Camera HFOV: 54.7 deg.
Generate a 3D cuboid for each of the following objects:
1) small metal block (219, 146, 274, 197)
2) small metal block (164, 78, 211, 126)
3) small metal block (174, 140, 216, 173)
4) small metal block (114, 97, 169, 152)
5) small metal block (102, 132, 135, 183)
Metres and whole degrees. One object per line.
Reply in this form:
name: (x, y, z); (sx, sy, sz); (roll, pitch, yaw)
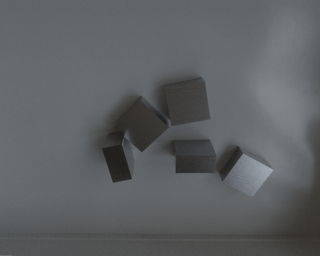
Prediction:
small metal block: (0.120, 0.061, 0.435); (0.050, 0.025, 0.050); (28, 108, -10)
small metal block: (0.035, -0.034, 0.399); (0.050, 0.025, 0.050); (-10, 110, 3)
small metal block: (0.045, 0.037, 0.412); (0.050, 0.050, 0.025); (0, 110, 0)
small metal block: (-0.024, -0.005, 0.409); (0.050, 0.025, 0.050); (-43, 105, 14)
small metal block: (-0.053, 0.036, 0.411); (0.025, 0.050, 0.050); (-12, 110, 4)
